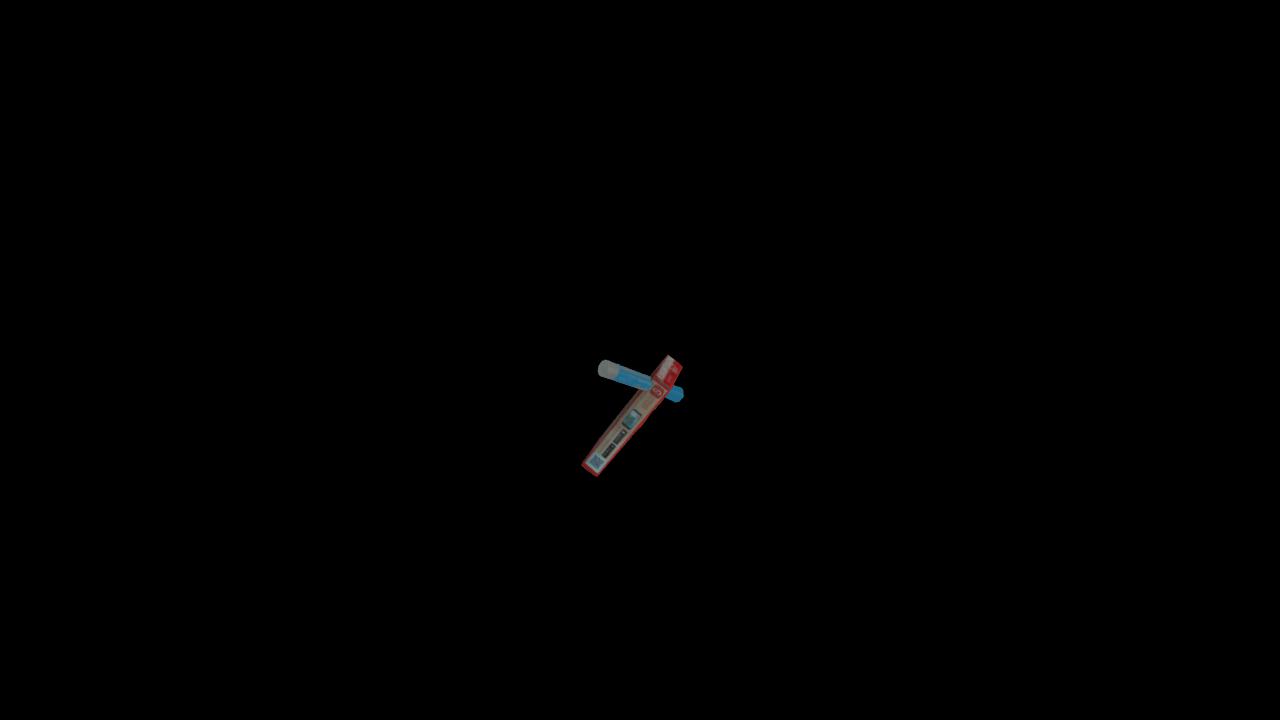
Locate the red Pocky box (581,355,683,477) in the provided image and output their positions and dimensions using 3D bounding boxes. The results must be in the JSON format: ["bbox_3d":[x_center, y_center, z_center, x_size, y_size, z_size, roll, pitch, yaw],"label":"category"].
[{"bbox_3d":[-0.008,0.067,0.747,0.028,0.155,0.083,38,23,-1],"label":"red Pocky box"}]

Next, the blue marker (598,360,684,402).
[{"bbox_3d":[0.005,0.025,0.689,0.121,0.020,0.020,21,-13,-39],"label":"blue marker"}]
